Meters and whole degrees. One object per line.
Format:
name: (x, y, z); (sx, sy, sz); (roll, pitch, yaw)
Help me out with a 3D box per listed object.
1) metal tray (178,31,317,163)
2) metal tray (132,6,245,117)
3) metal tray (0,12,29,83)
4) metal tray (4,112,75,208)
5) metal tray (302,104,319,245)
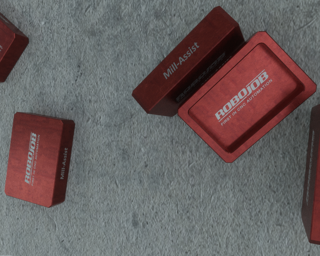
metal tray: (0.096, -0.034, 0.358); (0.090, 0.030, 0.130); (45, 104, -4)
metal tray: (0.037, -0.069, 0.360); (0.130, 0.090, 0.030); (-44, 75, 15)
metal tray: (-0.286, -0.148, 0.507); (0.130, 0.030, 0.090); (42, 103, 15)
metal tray: (-0.184, 0.046, 0.471); (0.090, 0.030, 0.129); (10, 93, 19)
metal tray: (0.169, 0.042, 0.314); (0.030, 0.090, 0.129); (5, 92, 20)
